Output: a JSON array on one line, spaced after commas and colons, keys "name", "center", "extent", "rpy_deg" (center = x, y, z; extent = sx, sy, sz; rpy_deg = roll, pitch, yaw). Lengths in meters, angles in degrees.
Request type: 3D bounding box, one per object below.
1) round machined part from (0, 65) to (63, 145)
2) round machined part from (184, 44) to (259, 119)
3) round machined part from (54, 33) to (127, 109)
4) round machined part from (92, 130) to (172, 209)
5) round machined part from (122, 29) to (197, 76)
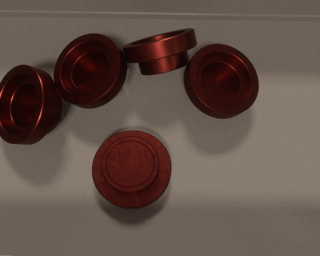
[{"name": "round machined part", "center": [-0.163, -0.027, 0.393], "extent": [0.098, 0.042, 0.097], "rpy_deg": [-4, 82, 31]}, {"name": "round machined part", "center": [0.078, -0.058, 0.414], "extent": [0.099, 0.042, 0.098], "rpy_deg": [5, 74, -16]}, {"name": "round machined part", "center": [-0.088, -0.072, 0.415], "extent": [0.098, 0.042, 0.098], "rpy_deg": [-4, 76, 18]}, {"name": "round machined part", "center": [-0.035, 0.048, 0.383], "extent": [0.099, 0.042, 0.098], "rpy_deg": [0, 70, -1]}, {"name": "round machined part", "center": [0.002, -0.101, 0.419], "extent": [0.099, 0.098, 0.042], "rpy_deg": [-17, 111, -7]}]
